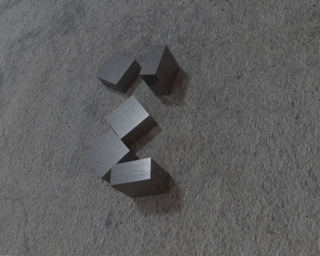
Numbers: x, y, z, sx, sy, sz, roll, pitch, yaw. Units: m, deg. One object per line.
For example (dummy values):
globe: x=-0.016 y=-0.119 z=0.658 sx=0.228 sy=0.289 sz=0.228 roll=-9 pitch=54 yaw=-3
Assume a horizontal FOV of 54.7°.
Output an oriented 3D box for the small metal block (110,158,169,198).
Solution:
small metal block: x=-0.023 y=0.060 z=0.363 sx=0.050 sy=0.050 sz=0.025 roll=-13 pitch=57 yaw=21

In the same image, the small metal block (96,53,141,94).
small metal block: x=-0.065 y=-0.088 z=0.492 sx=0.050 sy=0.025 sz=0.050 roll=26 pitch=76 yaw=37

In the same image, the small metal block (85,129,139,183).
small metal block: x=-0.065 y=0.038 z=0.415 sx=0.050 sy=0.025 sz=0.050 roll=-44 pitch=51 yaw=-2

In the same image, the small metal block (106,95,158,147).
small metal block: x=-0.040 y=-0.010 z=0.431 sx=0.050 sy=0.025 sz=0.050 roll=-40 pitch=51 yaw=1

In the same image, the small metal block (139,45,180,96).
small metal block: x=0.001 y=-0.081 z=0.437 sx=0.025 sy=0.050 sz=0.050 roll=5 pitch=64 yaw=31
